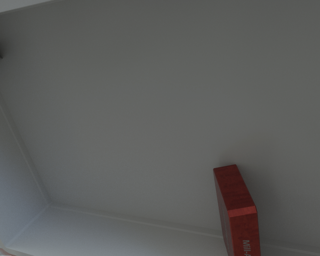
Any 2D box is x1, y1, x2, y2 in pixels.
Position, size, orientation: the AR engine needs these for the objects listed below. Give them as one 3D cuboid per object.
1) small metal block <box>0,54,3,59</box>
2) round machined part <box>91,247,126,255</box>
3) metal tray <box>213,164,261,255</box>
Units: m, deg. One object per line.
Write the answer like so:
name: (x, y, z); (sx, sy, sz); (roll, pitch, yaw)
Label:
small metal block: (-0.267, -0.102, 0.454); (0.050, 0.050, 0.025); (-29, 107, -6)
round machined part: (-0.096, 0.281, 0.622); (0.098, 0.042, 0.097); (13, 124, 20)
metal tray: (0.097, 0.123, 0.388); (0.030, 0.090, 0.129); (-11, 116, 3)
